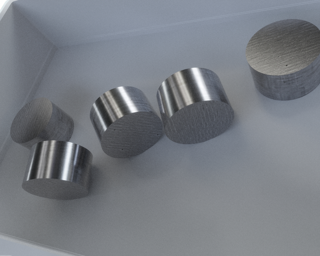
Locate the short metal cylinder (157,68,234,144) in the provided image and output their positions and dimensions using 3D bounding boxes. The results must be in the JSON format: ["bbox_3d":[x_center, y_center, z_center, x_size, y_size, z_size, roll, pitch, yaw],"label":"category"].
[{"bbox_3d":[0.040,-0.024,0.364,0.080,0.080,0.050,-24,53,14],"label":"short metal cylinder"}]

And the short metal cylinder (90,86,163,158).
[{"bbox_3d":[-0.043,-0.006,0.397,0.080,0.080,0.050,-35,51,5],"label":"short metal cylinder"}]

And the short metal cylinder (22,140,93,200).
[{"bbox_3d":[-0.132,0.057,0.405,0.080,0.080,0.050,-13,57,21],"label":"short metal cylinder"}]

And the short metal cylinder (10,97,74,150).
[{"bbox_3d":[-0.185,-0.001,0.488,0.080,0.050,0.080,-13,56,21],"label":"short metal cylinder"}]

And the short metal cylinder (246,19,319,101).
[{"bbox_3d":[0.146,-0.079,0.361,0.080,0.050,0.080,-13,56,21],"label":"short metal cylinder"}]
